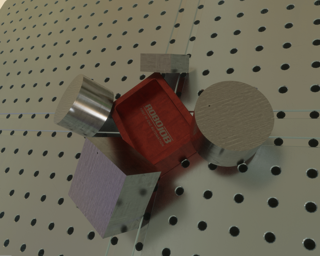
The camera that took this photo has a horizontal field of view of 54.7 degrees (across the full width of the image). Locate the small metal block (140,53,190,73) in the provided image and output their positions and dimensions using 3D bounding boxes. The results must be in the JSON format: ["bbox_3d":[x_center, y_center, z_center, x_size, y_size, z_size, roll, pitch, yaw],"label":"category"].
[{"bbox_3d":[0.007,-0.093,0.442,0.050,0.050,0.025,10,104,32],"label":"small metal block"}]

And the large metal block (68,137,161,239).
[{"bbox_3d":[-0.055,0.065,0.359,0.080,0.050,0.079,35,112,38],"label":"large metal block"}]

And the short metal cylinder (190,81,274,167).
[{"bbox_3d":[0.075,-0.004,0.335,0.081,0.050,0.080,1,65,-1],"label":"short metal cylinder"}]

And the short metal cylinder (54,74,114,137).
[{"bbox_3d":[-0.111,-0.031,0.451,0.080,0.050,0.080,-36,38,35],"label":"short metal cylinder"}]

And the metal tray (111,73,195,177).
[{"bbox_3d":[-0.007,-0.007,0.412,0.090,0.030,0.130,-35,51,4],"label":"metal tray"}]
